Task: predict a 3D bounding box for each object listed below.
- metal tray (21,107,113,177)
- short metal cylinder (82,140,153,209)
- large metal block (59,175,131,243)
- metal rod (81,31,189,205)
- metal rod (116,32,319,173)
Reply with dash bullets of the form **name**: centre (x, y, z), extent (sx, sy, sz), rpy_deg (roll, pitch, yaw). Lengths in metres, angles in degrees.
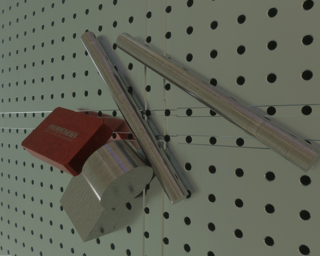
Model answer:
- **metal tray**: centre (-0.149, 0.016, 0.491), extent (0.130, 0.030, 0.090), rpy_deg (15, 56, 38)
- **short metal cylinder**: centre (-0.057, 0.062, 0.418), extent (0.050, 0.081, 0.080), rpy_deg (48, 118, 30)
- **large metal block**: centre (-0.099, 0.110, 0.472), extent (0.080, 0.050, 0.080), rpy_deg (46, 117, 29)
- **metal rod**: centre (-0.046, -0.029, 0.444), extent (0.025, 0.025, 0.299), rpy_deg (-45, 63, 30)
- **metal rod**: centre (0.045, -0.048, 0.370), extent (0.300, 0.025, 0.025), rpy_deg (39, 114, 32)
